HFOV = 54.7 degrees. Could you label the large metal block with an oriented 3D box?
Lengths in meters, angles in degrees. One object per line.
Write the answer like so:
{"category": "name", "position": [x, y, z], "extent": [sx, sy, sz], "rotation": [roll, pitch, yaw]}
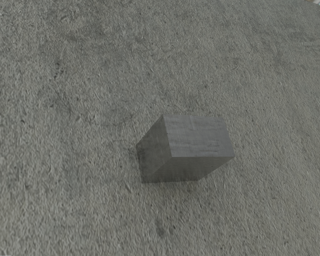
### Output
{"category": "large metal block", "position": [0.027, 0.027, 0.366], "extent": [0.081, 0.080, 0.050], "rotation": [2, 61, -27]}
